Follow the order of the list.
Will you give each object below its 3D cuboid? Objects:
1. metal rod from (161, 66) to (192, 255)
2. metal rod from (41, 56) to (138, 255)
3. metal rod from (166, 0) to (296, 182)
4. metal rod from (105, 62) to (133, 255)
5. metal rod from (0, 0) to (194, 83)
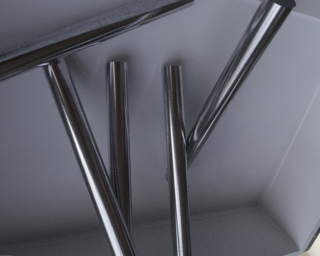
[{"bbox_3d":[0.024,0.073,0.392,0.025,0.025,0.298,-7,98,-25],"label":"metal rod"},{"bbox_3d":[-0.060,0.071,0.327,0.025,0.025,0.298,-21,97,-17],"label":"metal rod"},{"bbox_3d":[0.057,-0.013,0.355,0.025,0.025,0.298,-9,147,-24],"label":"metal rod"},{"bbox_3d":[-0.045,0.077,0.355,0.025,0.025,0.298,-4,96,-27],"label":"metal rod"},{"bbox_3d":[-0.097,-0.077,0.290,0.302,0.025,0.025,-28,129,-18],"label":"metal rod"}]
